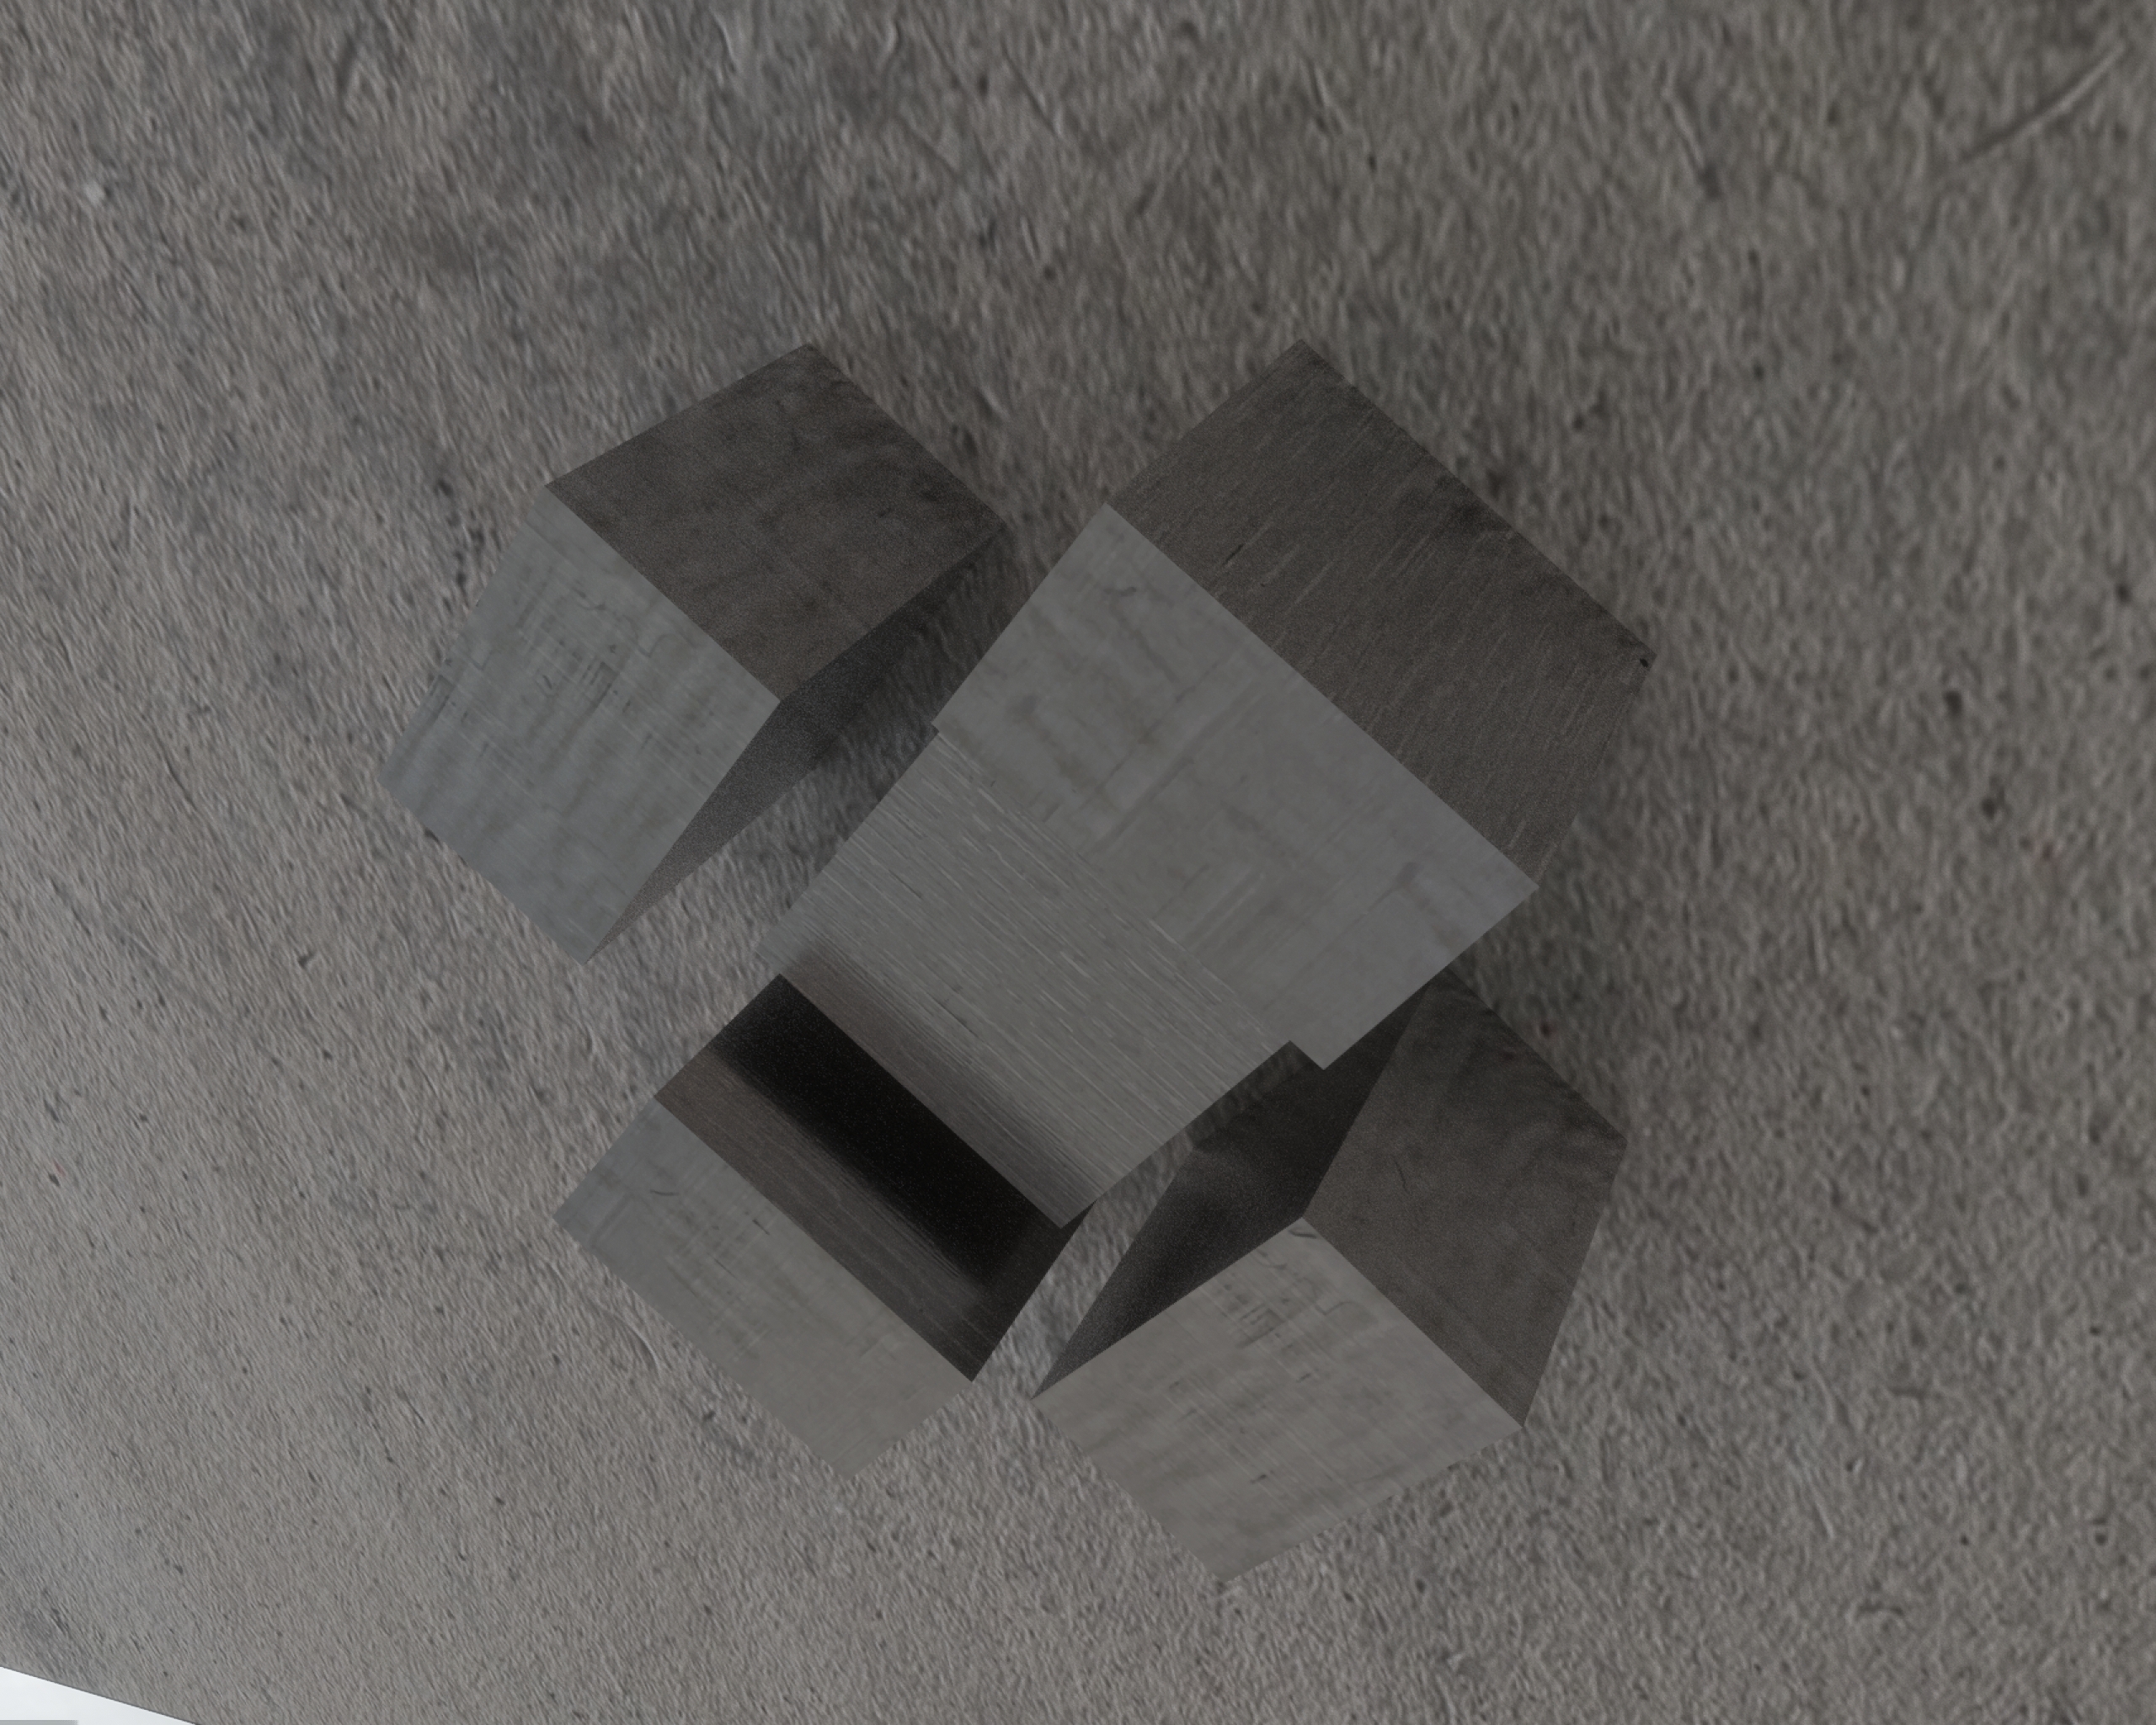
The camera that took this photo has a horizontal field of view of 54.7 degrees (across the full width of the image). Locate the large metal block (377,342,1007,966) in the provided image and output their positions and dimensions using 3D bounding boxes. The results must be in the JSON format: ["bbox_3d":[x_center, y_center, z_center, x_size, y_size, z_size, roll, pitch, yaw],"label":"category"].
[{"bbox_3d":[-0.070,-0.039,0.384,0.050,0.080,0.080,43,129,-1],"label":"large metal block"}]

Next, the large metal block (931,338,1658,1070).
[{"bbox_3d":[0.037,-0.028,0.334,0.080,0.080,0.050,42,129,-1],"label":"large metal block"}]

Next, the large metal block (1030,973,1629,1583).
[{"bbox_3d":[0.048,0.077,0.393,0.050,0.080,0.080,44,129,-3],"label":"large metal block"}]

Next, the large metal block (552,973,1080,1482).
[{"bbox_3d":[-0.046,0.065,0.436,0.080,0.080,0.050,42,129,-1],"label":"large metal block"}]

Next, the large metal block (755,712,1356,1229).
[{"bbox_3d":[-0.001,0.010,0.397,0.080,0.050,0.080,43,129,-2],"label":"large metal block"}]
